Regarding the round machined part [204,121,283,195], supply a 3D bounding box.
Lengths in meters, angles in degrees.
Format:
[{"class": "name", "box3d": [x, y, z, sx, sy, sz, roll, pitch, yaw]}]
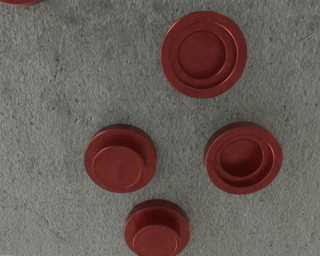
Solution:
[{"class": "round machined part", "box3d": [0.107, 0.037, 0.415, 0.099, 0.042, 0.097, 0, 110, 0]}]

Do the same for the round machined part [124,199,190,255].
[{"class": "round machined part", "box3d": [-0.004, 0.159, 0.459, 0.099, 0.042, 0.097, 0, 110, 0]}]

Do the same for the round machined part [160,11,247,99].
[{"class": "round machined part", "box3d": [0.049, -0.087, 0.369, 0.099, 0.042, 0.097, 0, 110, 0]}]

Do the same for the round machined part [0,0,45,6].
[{"class": "round machined part", "box3d": [-0.160, -0.183, 0.332, 0.099, 0.042, 0.097, 0, 110, 0]}]

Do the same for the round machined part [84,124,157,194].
[{"class": "round machined part", "box3d": [-0.054, 0.047, 0.417, 0.099, 0.042, 0.097, 0, 110, 0]}]
